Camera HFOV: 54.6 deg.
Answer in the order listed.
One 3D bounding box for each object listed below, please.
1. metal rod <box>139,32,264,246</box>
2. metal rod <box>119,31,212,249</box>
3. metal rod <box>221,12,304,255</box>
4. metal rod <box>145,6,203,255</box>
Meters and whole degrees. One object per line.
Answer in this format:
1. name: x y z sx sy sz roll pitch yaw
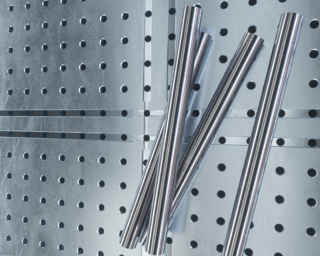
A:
1. metal rod: 0.049 0.023 0.395 0.025 0.025 0.299 29 99 17
2. metal rod: 0.005 0.020 0.411 0.025 0.025 0.298 22 97 19
3. metal rod: 0.120 0.016 0.370 0.025 0.025 0.298 14 95 19
4. metal rod: 0.016 0.006 0.379 0.025 0.025 0.298 10 93 20
